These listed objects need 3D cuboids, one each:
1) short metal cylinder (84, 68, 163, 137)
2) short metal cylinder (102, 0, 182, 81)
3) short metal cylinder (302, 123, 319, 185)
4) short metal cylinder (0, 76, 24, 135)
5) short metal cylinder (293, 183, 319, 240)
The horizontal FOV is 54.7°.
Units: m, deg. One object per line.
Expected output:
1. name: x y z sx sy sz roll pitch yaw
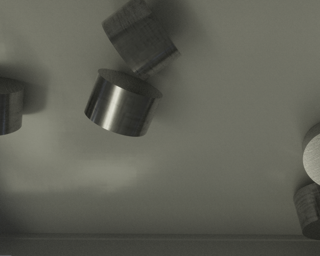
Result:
1. short metal cylinder: -0.044 -0.031 0.370 0.080 0.080 0.050 21 109 -8
2. short metal cylinder: -0.019 -0.100 0.345 0.050 0.080 0.080 -34 107 11
3. short metal cylinder: 0.228 0.033 0.399 0.080 0.050 0.079 6 107 22
4. short metal cylinder: -0.207 -0.029 0.368 0.081 0.080 0.050 11 110 -5
5. short metal cylinder: 0.232 0.115 0.427 0.081 0.050 0.080 1 138 1
